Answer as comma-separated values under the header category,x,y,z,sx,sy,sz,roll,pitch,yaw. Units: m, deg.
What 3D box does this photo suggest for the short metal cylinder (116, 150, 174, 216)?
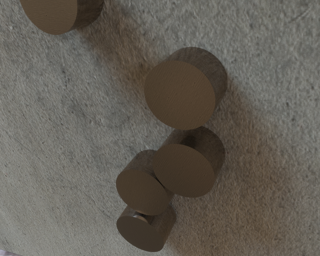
category,x,y,z,sx,sy,sz,roll,pitch,yaw
short metal cylinder,-0.016,0.078,0.446,0.080,0.050,0.079,13,124,20

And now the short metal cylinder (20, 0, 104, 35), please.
category,x,y,z,sx,sy,sz,roll,pitch,yaw
short metal cylinder,-0.112,-0.153,0.354,0.080,0.050,0.079,13,124,20

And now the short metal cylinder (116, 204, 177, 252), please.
category,x,y,z,sx,sy,sz,roll,pitch,yaw
short metal cylinder,-0.021,0.148,0.487,0.080,0.050,0.079,15,130,19

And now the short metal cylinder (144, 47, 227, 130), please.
category,x,y,z,sx,sy,sz,roll,pitch,yaw
short metal cylinder,0.030,-0.045,0.347,0.080,0.050,0.079,13,124,20

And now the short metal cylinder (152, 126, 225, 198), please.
category,x,y,z,sx,sy,sz,roll,pitch,yaw
short metal cylinder,0.038,0.041,0.395,0.080,0.050,0.079,13,124,20
